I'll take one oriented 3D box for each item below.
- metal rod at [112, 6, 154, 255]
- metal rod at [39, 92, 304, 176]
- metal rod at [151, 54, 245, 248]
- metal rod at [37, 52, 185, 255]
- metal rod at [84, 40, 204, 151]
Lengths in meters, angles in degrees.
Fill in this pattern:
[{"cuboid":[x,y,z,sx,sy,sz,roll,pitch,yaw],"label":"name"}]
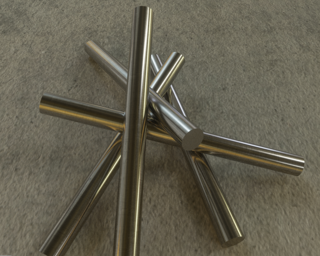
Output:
[{"cuboid":[-0.027,0.006,0.324,0.025,0.025,0.299,2,73,1],"label":"metal rod"},{"cuboid":[0.015,0.008,0.356,0.302,0.025,0.025,14,51,-2],"label":"metal rod"},{"cuboid":[0.031,0.003,0.400,0.025,0.025,0.300,-12,51,-11],"label":"metal rod"},{"cuboid":[-0.041,0.012,0.373,0.025,0.025,0.301,21,59,16],"label":"metal rod"},{"cuboid":[-0.041,-0.061,0.406,0.025,0.025,0.300,-24,40,-19],"label":"metal rod"}]
